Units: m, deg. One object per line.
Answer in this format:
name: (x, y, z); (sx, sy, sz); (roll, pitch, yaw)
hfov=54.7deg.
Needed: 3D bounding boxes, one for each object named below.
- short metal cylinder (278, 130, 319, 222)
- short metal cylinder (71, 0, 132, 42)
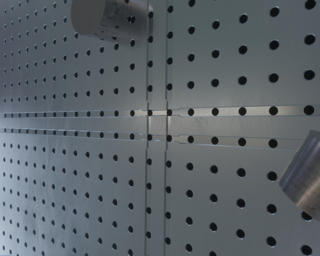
short metal cylinder: (0.147, 0.043, 0.252); (0.080, 0.081, 0.050); (38, 113, 33)
short metal cylinder: (-0.089, -0.175, 0.467); (0.080, 0.050, 0.080); (0, 90, 40)
